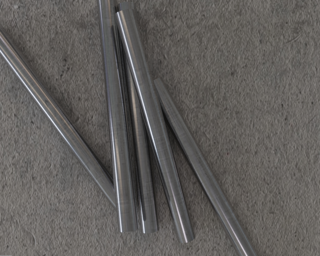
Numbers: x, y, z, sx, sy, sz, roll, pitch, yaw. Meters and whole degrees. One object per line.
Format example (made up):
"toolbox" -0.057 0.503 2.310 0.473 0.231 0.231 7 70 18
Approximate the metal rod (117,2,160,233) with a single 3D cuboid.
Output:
"metal rod" -0.028 -0.013 0.409 0.025 0.025 0.298 -6 90 0

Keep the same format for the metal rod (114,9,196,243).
"metal rod" -0.004 0.003 0.393 0.025 0.025 0.298 -15 97 0

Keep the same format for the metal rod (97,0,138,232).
"metal rod" -0.055 -0.023 0.395 0.025 0.025 0.298 -6 85 0

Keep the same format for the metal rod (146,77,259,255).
"metal rod" 0.063 0.070 0.410 0.025 0.025 0.299 -29 90 0

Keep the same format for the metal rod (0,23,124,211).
"metal rod" -0.131 -0.010 0.408 0.025 0.025 0.299 -37 90 0
